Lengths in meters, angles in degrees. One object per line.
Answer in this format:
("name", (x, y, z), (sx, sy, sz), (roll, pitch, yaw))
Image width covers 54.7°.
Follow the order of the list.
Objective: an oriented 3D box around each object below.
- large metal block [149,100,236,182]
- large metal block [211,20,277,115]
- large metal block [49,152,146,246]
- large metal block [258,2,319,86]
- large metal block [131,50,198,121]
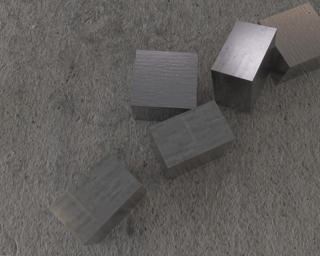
("large metal block", (0.035, 0.018, 0.372), (0.080, 0.080, 0.050), (-23, 72, -8))
("large metal block", (0.109, -0.077, 0.402), (0.050, 0.080, 0.080), (21, 71, 23))
("large metal block", (-0.064, 0.082, 0.348), (0.050, 0.080, 0.080), (42, 75, 13))
("large metal block", (0.188, -0.118, 0.439), (0.080, 0.050, 0.080), (-22, 72, -8))
("large metal block", (0.007, -0.054, 0.415), (0.080, 0.050, 0.080), (3, 70, 1))
